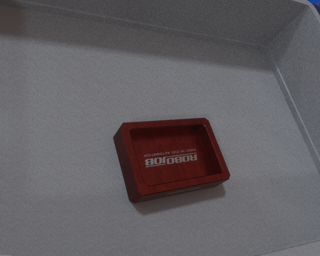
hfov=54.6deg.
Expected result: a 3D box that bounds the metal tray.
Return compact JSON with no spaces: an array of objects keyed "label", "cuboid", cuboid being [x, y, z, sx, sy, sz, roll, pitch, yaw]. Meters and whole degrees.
[{"label":"metal tray","cuboid":[0.016,0.036,0.388,0.131,0.030,0.090,-4,64,-30]}]
